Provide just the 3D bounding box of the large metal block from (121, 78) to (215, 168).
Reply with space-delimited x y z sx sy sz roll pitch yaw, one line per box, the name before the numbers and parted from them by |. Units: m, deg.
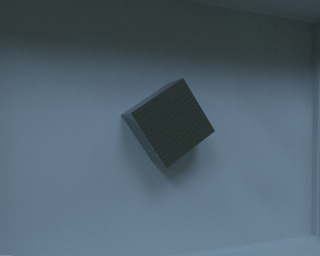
large metal block | 0.010 -0.007 0.402 0.080 0.050 0.080 -36 102 -17
